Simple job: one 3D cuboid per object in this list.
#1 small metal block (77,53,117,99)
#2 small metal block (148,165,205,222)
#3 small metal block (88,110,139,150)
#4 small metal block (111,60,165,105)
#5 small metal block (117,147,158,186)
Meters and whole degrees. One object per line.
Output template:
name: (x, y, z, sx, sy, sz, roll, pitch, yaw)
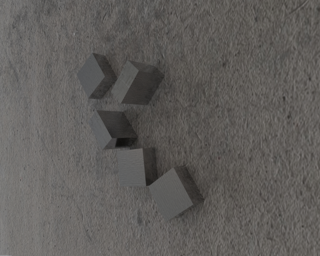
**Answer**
small metal block: (-0.100, -0.081, 0.488, 0.050, 0.025, 0.050, -44, 64, 31)
small metal block: (0.020, 0.082, 0.389, 0.050, 0.025, 0.050, -42, 65, 32)
small metal block: (-0.067, 0.002, 0.444, 0.025, 0.050, 0.050, -48, 62, 30)
small metal block: (-0.029, -0.059, 0.413, 0.025, 0.050, 0.050, 47, 118, 29)
small metal block: (-0.032, 0.054, 0.431, 0.050, 0.025, 0.050, -9, 84, 39)
